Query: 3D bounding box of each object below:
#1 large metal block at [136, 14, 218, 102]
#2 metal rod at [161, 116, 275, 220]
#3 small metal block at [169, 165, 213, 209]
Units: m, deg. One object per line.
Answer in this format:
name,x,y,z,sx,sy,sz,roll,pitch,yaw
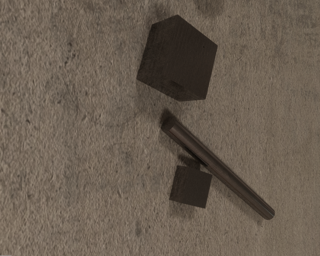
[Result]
large metal block,0.025,-0.088,0.411,0.080,0.050,0.080,23,75,-38
metal rod,0.107,0.077,0.497,0.300,0.025,0.025,41,65,-33
small metal block,0.045,0.085,0.445,0.050,0.025,0.050,23,75,-38
